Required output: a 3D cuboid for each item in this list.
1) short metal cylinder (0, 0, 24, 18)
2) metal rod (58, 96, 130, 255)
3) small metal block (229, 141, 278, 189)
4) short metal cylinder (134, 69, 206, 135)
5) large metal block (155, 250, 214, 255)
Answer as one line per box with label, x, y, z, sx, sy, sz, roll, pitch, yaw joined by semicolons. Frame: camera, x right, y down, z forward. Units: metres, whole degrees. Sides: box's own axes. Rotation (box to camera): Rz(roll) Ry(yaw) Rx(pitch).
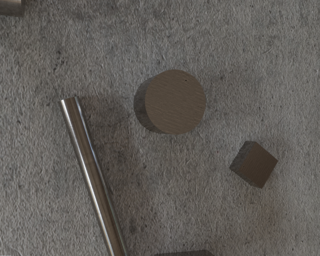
short metal cylinder;-0.168;-0.158;0.317;0.050;0.080;0.079;0;90;-20
metal rod;-0.067;0.107;0.385;0.025;0.025;0.298;-19;97;-19
small metal block;0.140;0.054;0.463;0.050;0.025;0.050;38;78;-17
short metal cylinder;0.011;-0.032;0.401;0.081;0.050;0.079;0;90;-21
large metal block;0.043;0.199;0.397;0.081;0.080;0.050;4;89;-20
